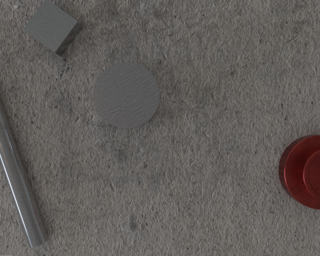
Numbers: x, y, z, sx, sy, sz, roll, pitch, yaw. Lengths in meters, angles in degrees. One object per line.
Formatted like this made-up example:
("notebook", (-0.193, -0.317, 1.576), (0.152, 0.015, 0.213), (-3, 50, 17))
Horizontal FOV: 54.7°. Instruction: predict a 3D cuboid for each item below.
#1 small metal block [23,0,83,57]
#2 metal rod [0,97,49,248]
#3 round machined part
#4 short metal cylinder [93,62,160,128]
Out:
("small metal block", (-0.140, -0.131, 0.409), (0.050, 0.025, 0.050), (36, 90, 0))
("metal rod", (-0.207, 0.011, 0.408), (0.025, 0.025, 0.299), (-19, 90, 0))
("round machined part", (0.211, 0.058, 0.403), (0.099, 0.042, 0.097), (0, 90, 0))
("short metal cylinder", (-0.040, -0.039, 0.397), (0.081, 0.050, 0.079), (0, 90, 0))
